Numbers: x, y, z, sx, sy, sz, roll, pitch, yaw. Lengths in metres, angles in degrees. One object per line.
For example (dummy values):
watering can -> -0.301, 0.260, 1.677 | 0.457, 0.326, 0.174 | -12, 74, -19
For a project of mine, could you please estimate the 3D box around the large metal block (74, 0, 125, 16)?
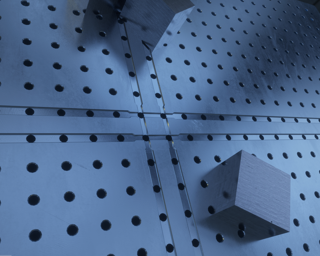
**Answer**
large metal block -> -0.081, -0.220, 0.465 | 0.081, 0.080, 0.050 | -23, 75, -37

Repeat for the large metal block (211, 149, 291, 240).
large metal block -> 0.121, 0.088, 0.406 | 0.080, 0.050, 0.080 | 28, 52, -11

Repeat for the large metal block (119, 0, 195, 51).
large metal block -> -0.006, -0.182, 0.482 | 0.080, 0.080, 0.050 | 48, 51, 4
